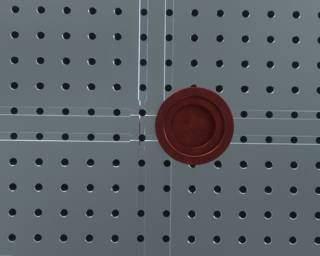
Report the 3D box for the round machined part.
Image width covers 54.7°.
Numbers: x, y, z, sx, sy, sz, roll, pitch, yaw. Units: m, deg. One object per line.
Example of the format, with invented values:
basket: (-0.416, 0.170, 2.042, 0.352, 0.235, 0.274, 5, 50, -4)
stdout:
round machined part: (0.043, -0.003, 0.406, 0.099, 0.042, 0.097, 0, 90, -1)
